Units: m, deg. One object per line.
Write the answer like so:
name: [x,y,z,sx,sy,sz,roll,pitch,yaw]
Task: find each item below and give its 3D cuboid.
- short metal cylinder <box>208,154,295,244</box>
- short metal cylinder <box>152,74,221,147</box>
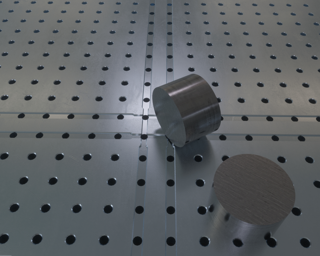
short metal cylinder: [0.094,0.075,0.329,0.081,0.050,0.080,0,50,0]
short metal cylinder: [0.032,-0.022,0.391,0.050,0.080,0.080,-24,54,-19]
